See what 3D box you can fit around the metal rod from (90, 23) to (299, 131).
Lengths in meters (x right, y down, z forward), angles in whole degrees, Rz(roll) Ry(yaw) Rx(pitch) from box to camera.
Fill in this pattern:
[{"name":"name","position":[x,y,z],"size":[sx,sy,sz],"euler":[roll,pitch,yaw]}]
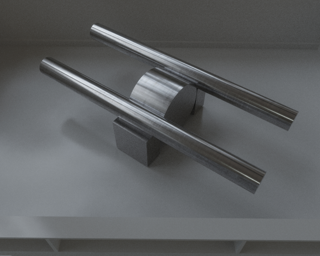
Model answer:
[{"name":"metal rod","position":[0.028,-0.075,0.402],"size":[0.300,0.025,0.025],"euler":[29,56,22]}]

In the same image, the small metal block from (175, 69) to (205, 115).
[{"name":"small metal block","position":[0.035,-0.053,0.431],"size":[0.050,0.050,0.025],"euler":[30,56,22]}]

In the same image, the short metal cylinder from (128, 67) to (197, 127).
[{"name":"short metal cylinder","position":[0.004,-0.030,0.393],"size":[0.050,0.080,0.080],"euler":[30,56,22]}]

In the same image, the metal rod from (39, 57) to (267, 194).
[{"name":"metal rod","position":[-0.026,-0.015,0.352],"size":[0.300,0.025,0.025],"euler":[29,56,22]}]

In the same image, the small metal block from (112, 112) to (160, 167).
[{"name":"small metal block","position":[-0.028,0.013,0.376],"size":[0.050,0.050,0.025],"euler":[30,56,22]}]
